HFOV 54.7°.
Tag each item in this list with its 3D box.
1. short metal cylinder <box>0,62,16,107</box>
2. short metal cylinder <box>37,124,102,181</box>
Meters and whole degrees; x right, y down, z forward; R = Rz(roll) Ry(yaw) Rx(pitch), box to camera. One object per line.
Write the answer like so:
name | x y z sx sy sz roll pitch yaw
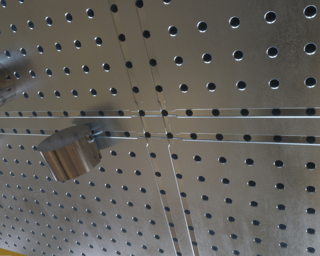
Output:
short metal cylinder | -0.283 -0.068 0.499 0.080 0.050 0.079 13 124 20
short metal cylinder | -0.135 0.036 0.466 0.080 0.080 0.050 -5 116 30
